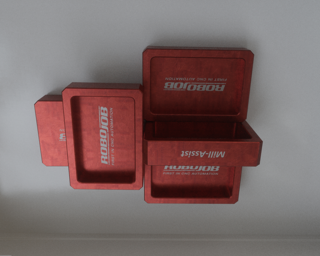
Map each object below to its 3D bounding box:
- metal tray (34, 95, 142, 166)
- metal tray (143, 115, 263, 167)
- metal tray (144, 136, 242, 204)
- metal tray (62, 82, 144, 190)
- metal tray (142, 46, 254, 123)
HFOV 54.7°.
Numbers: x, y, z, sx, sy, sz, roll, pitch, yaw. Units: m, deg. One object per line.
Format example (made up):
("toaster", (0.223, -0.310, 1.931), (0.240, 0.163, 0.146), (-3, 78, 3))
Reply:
("metal tray", (-0.089, 0.004, 0.405), (0.131, 0.030, 0.089), (0, 110, -1))
("metal tray", (0.047, 0.013, 0.379), (0.131, 0.090, 0.030), (1, 110, -1))
("metal tray", (0.044, 0.059, 0.429), (0.131, 0.030, 0.089), (1, 110, -1))
("metal tray", (-0.065, 0.012, 0.377), (0.091, 0.030, 0.129), (1, 110, -1))
("metal tray", (0.044, -0.054, 0.388), (0.131, 0.030, 0.089), (1, 110, -1))
